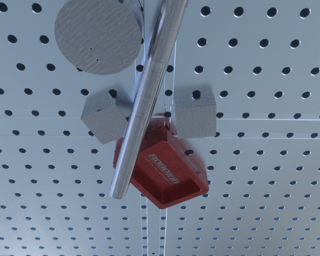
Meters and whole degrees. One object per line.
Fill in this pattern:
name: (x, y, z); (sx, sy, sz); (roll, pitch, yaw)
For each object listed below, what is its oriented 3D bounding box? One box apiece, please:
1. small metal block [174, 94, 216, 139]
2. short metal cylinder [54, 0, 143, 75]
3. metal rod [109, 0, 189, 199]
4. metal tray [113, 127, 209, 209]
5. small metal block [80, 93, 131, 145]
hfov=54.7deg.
small metal block: (0.046, -0.014, 0.400); (0.050, 0.025, 0.050); (-5, 130, 4)
short metal cylinder: (-0.058, -0.100, 0.309); (0.081, 0.050, 0.079); (-1, 130, 0)
metal rod: (-0.018, -0.029, 0.362); (0.025, 0.025, 0.298); (12, 122, -11)
metal tray: (0.004, 0.065, 0.463); (0.090, 0.030, 0.130); (-26, 126, 20)
small metal block: (-0.065, -0.011, 0.402); (0.050, 0.025, 0.050); (-21, 128, 16)
